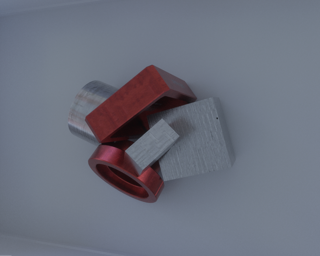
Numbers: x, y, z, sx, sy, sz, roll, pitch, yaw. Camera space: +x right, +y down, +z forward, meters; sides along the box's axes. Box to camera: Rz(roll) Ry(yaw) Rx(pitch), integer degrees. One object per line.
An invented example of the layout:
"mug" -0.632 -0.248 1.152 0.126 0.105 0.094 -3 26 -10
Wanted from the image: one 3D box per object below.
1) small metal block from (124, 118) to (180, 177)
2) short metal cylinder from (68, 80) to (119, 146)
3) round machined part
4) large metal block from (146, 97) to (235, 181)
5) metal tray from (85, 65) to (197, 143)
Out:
"small metal block" -0.010 0.022 0.326 0.050 0.050 0.025 -42 83 -18
"short metal cylinder" -0.073 -0.016 0.404 0.050 0.080 0.080 24 98 18
"round machined part" -0.037 0.051 0.392 0.098 0.098 0.042 22 62 18
"large metal block" 0.039 0.012 0.373 0.080 0.050 0.080 -15 90 19
"metal tray" -0.014 -0.023 0.357 0.090 0.130 0.030 -37 80 16
